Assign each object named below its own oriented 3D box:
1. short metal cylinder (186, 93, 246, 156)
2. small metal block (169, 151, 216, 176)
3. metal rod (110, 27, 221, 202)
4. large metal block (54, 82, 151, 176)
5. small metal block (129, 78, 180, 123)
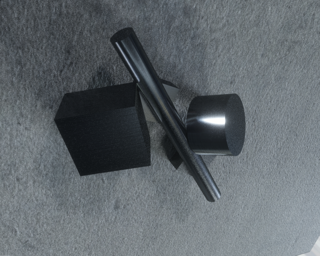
[{"bbox_3d":[0.076,-0.004,0.407,0.080,0.050,0.079,2,87,-58],"label":"short metal cylinder"},{"bbox_3d":[0.051,0.043,0.465,0.050,0.025,0.050,27,103,-38],"label":"small metal block"},{"bbox_3d":[0.023,0.008,0.396,0.025,0.025,0.299,-36,130,-5],"label":"metal rod"},{"bbox_3d":[-0.058,0.002,0.342,0.080,0.050,0.080,-9,127,4],"label":"large metal block"},{"bbox_3d":[-0.012,-0.037,0.381,0.050,0.025,0.050,13,112,-34],"label":"small metal block"}]
